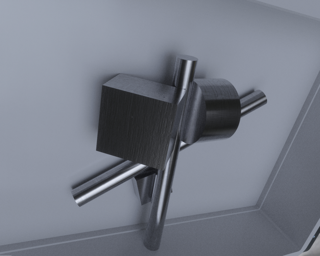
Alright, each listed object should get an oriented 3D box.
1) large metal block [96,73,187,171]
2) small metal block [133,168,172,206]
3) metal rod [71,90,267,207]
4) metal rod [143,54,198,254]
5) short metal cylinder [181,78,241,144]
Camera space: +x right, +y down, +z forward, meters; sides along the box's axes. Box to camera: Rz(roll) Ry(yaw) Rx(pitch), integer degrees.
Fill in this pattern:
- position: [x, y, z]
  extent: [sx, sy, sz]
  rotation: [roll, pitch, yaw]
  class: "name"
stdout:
- position: [-0.021, -0.008, 0.350]
  extent: [0.080, 0.050, 0.079]
  rotation: [16, 117, 9]
  class: "large metal block"
- position: [-0.012, 0.078, 0.450]
  extent: [0.050, 0.025, 0.050]
  rotation: [-20, 126, -17]
  class: "small metal block"
- position: [0.021, 0.023, 0.433]
  extent: [0.302, 0.025, 0.025]
  rotation: [-28, 128, -11]
  class: "metal rod"
- position: [0.009, 0.053, 0.412]
  extent: [0.025, 0.025, 0.298]
  rotation: [-5, 120, -27]
  class: "metal rod"
- position: [0.055, -0.022, 0.388]
  extent: [0.050, 0.080, 0.079]
  rotation: [-5, 121, -28]
  class: "short metal cylinder"
